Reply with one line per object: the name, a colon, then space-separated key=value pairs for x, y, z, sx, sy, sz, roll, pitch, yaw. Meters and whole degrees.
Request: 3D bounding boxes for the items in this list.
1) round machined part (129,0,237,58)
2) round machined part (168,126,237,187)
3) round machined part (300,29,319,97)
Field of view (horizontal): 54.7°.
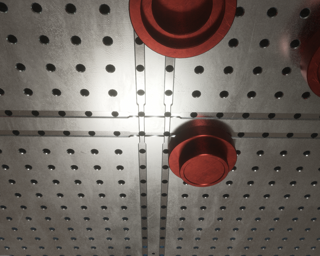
round machined part: x=0.021 y=-0.121 z=0.298 sx=0.099 sy=0.042 sz=0.097 roll=-1 pitch=130 yaw=0
round machined part: x=0.061 y=0.047 z=0.442 sx=0.099 sy=0.042 sz=0.097 roll=-1 pitch=130 yaw=0
round machined part: x=0.203 y=-0.080 z=0.335 sx=0.099 sy=0.042 sz=0.097 roll=-1 pitch=130 yaw=0
